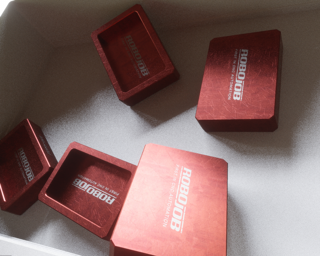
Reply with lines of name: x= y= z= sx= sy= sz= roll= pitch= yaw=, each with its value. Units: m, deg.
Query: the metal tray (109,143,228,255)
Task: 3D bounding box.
metal tray: x=0.015 y=0.073 z=0.291 sx=0.090 sy=0.030 sz=0.130 roll=12 pitch=36 yaw=4

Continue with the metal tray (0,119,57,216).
metal tray: x=-0.211 y=0.056 z=0.476 sx=0.090 sy=0.030 sz=0.130 roll=-42 pitch=51 yaw=-1

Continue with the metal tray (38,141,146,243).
metal tray: x=-0.086 y=0.077 z=0.398 sx=0.130 sy=0.030 sz=0.090 roll=16 pitch=70 yaw=34

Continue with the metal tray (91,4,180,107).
metal tray: x=-0.039 y=-0.109 z=0.461 sx=0.090 sy=0.030 sz=0.130 roll=-29 pitch=71 yaw=10

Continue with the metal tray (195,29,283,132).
metal tray: x=0.101 y=-0.059 z=0.385 sx=0.090 sy=0.030 sz=0.130 roll=0 pitch=61 yaw=27
